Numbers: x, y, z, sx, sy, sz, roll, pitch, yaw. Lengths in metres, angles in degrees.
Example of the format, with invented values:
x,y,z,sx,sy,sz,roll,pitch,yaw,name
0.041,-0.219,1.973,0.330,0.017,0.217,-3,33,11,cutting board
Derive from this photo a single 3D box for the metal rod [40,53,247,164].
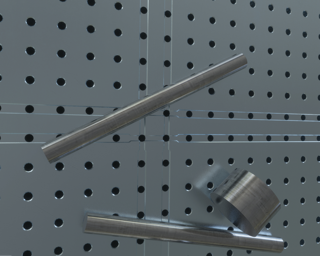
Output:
x,y,z,sx,sy,sz,roll,pitch,yaw,name
-0.007,-0.034,0.410,0.302,0.025,0.025,-27,99,-18,metal rod

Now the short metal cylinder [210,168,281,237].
x,y,z,sx,sy,sz,roll,pitch,yaw,name
0.117,0.102,0.428,0.050,0.080,0.080,-41,104,-15,short metal cylinder

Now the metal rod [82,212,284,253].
x,y,z,sx,sy,sz,roll,pitch,yaw,name
0.046,0.149,0.431,0.302,0.025,0.025,14,86,-20,metal rod
